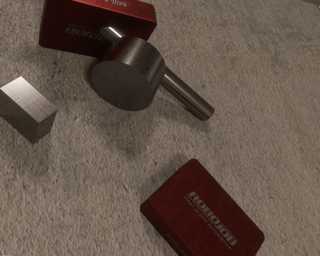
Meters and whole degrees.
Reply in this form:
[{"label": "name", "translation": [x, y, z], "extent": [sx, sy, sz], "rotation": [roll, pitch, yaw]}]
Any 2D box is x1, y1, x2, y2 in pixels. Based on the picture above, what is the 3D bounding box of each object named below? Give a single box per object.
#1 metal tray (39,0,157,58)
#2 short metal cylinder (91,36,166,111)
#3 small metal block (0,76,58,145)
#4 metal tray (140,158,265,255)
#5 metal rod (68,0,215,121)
[{"label": "metal tray", "translation": [-0.081, -0.131, 0.398], "extent": [0.131, 0.090, 0.030], "rotation": [6, 62, -26]}, {"label": "short metal cylinder", "translation": [-0.039, -0.067, 0.390], "extent": [0.080, 0.080, 0.050], "rotation": [30, 52, -10]}, {"label": "small metal block", "translation": [-0.139, -0.017, 0.324], "extent": [0.050, 0.050, 0.025], "rotation": [42, 51, 0]}, {"label": "metal tray", "translation": [0.052, 0.111, 0.362], "extent": [0.130, 0.030, 0.091], "rotation": [48, 51, 5]}, {"label": "metal rod", "translation": [-0.040, -0.107, 0.406], "extent": [0.301, 0.025, 0.025], "rotation": [38, 50, -20]}]
